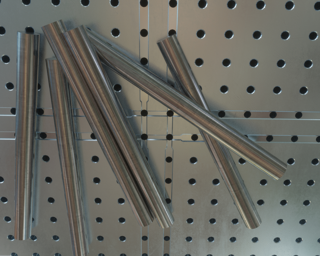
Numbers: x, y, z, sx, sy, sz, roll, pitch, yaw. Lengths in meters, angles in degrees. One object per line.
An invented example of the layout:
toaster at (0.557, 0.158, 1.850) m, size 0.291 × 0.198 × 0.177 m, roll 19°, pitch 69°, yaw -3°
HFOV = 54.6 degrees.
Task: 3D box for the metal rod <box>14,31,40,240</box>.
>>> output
metal rod at (-0.183, 0.024, 0.420) m, size 0.025 × 0.025 × 0.298 m, roll 9°, pitch 110°, yaw -4°

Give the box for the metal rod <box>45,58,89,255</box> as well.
metal rod at (-0.125, 0.054, 0.432) m, size 0.025 × 0.025 × 0.298 m, roll -1°, pitch 110°, yaw 0°

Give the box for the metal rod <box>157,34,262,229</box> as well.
metal rod at (0.074, 0.017, 0.420) m, size 0.025 × 0.025 × 0.299 m, roll -25°, pitch 108°, yaw 9°

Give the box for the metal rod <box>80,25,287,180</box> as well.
metal rod at (0.025, -0.029, 0.379) m, size 0.301 × 0.025 × 0.025 m, roll 34°, pitch 107°, yaw -3°

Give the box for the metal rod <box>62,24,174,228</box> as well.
metal rod at (-0.043, 0.016, 0.402) m, size 0.025 × 0.025 × 0.299 m, roll -20°, pitch 115°, yaw 7°

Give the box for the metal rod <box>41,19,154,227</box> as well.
metal rod at (-0.071, 0.010, 0.407) m, size 0.025 × 0.025 × 0.299 m, roll -19°, pitch 113°, yaw 7°
